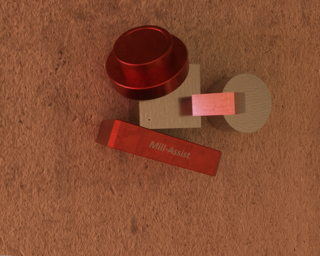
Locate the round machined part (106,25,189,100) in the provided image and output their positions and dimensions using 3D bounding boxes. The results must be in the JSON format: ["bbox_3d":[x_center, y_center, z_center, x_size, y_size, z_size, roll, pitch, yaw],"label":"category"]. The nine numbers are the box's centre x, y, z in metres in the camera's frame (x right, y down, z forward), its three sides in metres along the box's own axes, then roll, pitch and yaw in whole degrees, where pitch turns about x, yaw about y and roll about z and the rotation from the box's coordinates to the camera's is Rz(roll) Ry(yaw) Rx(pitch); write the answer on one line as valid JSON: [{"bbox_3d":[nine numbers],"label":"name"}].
[{"bbox_3d":[-0.017,-0.083,0.365,0.098,0.098,0.042,-38,147,-16],"label":"round machined part"}]

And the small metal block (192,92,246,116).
[{"bbox_3d":[0.072,-0.029,0.375,0.050,0.050,0.025,-10,98,-61],"label":"small metal block"}]

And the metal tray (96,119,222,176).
[{"bbox_3d":[-0.004,0.023,0.374,0.131,0.090,0.030,18,85,-19],"label":"metal tray"}]

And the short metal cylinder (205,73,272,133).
[{"bbox_3d":[0.108,-0.033,0.438,0.081,0.050,0.080,0,90,-20],"label":"short metal cylinder"}]

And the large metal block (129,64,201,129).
[{"bbox_3d":[0.005,-0.040,0.400,0.081,0.050,0.080,-2,91,-20],"label":"large metal block"}]
